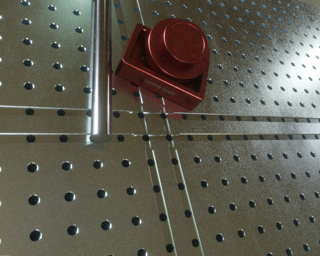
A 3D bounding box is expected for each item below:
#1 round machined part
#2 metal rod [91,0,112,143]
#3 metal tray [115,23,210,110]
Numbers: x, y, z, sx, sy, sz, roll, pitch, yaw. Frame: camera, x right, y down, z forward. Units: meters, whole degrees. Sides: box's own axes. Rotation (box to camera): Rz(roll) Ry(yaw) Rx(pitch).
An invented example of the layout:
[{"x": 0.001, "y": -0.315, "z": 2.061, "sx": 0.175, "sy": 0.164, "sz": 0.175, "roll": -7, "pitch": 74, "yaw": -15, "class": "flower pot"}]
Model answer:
[{"x": 0.030, "y": -0.118, "z": 0.454, "sx": 0.099, "sy": 0.042, "sz": 0.098, "roll": 5, "pitch": 75, "yaw": -20, "class": "round machined part"}, {"x": -0.081, "y": -0.118, "z": 0.437, "sx": 0.025, "sy": 0.025, "sz": 0.299, "roll": 9, "pitch": 58, "yaw": -24, "class": "metal rod"}, {"x": 0.009, "y": -0.093, "z": 0.467, "sx": 0.131, "sy": 0.030, "sz": 0.090, "roll": 24, "pitch": 53, "yaw": -14, "class": "metal tray"}]
